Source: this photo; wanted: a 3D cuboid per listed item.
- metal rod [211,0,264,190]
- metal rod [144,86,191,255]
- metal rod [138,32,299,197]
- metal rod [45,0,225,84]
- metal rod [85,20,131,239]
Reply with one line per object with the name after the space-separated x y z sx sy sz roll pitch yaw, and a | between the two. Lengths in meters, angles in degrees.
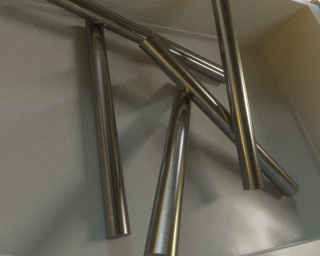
0.097 -0.070 0.408 0.025 0.025 0.298 -2 79 -29 | metal rod
0.019 0.014 0.345 0.025 0.025 0.301 28 33 -10 | metal rod
0.088 -0.009 0.418 0.300 0.025 0.025 44 50 -14 | metal rod
-0.019 -0.131 0.452 0.302 0.025 0.025 19 54 -25 | metal rod
-0.069 -0.021 0.381 0.025 0.025 0.299 3 60 -27 | metal rod
